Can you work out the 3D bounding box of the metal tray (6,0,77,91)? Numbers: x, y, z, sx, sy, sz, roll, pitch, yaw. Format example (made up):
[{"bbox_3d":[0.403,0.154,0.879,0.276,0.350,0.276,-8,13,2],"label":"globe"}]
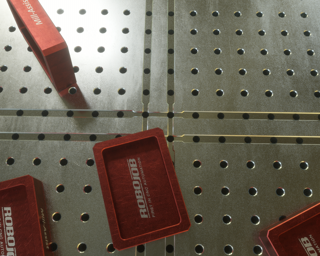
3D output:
[{"bbox_3d":[-0.162,-0.125,0.420,0.030,0.090,0.130,-30,73,-18],"label":"metal tray"}]

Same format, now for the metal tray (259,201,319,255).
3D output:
[{"bbox_3d":[0.187,0.160,0.351,0.090,0.030,0.130,-24,72,-9],"label":"metal tray"}]

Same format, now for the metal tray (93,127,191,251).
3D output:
[{"bbox_3d":[-0.024,0.072,0.382,0.090,0.030,0.130,-15,71,-5],"label":"metal tray"}]

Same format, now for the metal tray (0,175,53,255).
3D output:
[{"bbox_3d":[-0.179,0.129,0.360,0.090,0.030,0.130,-15,71,-6],"label":"metal tray"}]
